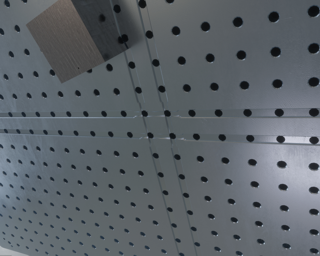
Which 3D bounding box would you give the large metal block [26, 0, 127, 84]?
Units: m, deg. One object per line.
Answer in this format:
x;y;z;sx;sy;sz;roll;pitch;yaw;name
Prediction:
-0.101;-0.111;0.381;0.080;0.050;0.080;-16;110;34;large metal block
